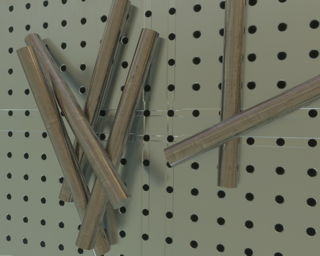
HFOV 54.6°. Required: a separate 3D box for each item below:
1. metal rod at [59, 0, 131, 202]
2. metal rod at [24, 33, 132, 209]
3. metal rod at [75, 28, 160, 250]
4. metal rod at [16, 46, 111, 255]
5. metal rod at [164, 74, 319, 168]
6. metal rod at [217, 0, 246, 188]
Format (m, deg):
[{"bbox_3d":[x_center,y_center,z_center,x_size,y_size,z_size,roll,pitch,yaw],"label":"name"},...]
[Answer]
[{"bbox_3d":[-0.095,-0.037,0.446,0.025,0.025,0.298,19,96,19],"label":"metal rod"},{"bbox_3d":[-0.121,-0.025,0.425,0.025,0.025,0.299,-41,66,15],"label":"metal rod"},{"bbox_3d":[-0.056,0.014,0.415,0.025,0.025,0.299,17,89,19],"label":"metal rod"},{"bbox_3d":[-0.130,0.035,0.428,0.025,0.025,0.299,-17,96,19],"label":"metal rod"},{"bbox_3d":[0.143,-0.029,0.343,0.300,0.025,0.025,-26,81,11],"label":"metal rod"},{"bbox_3d":[0.089,-0.078,0.381,0.025,0.025,0.298,3,91,20],"label":"metal rod"}]
